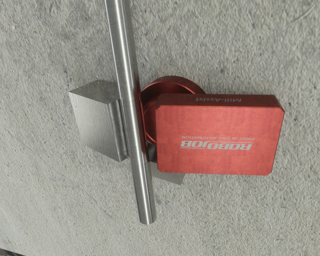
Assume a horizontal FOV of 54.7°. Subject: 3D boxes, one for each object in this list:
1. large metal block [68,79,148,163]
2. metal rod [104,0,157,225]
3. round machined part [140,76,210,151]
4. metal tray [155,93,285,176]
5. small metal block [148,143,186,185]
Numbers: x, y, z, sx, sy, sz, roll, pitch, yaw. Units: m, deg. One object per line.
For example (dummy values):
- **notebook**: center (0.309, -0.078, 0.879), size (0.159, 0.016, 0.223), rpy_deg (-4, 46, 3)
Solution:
- **large metal block**: center (-0.067, -0.012, 0.405), size (0.080, 0.050, 0.079), rpy_deg (19, 128, 39)
- **metal rod**: center (-0.030, -0.006, 0.366), size (0.025, 0.025, 0.298), rpy_deg (7, 120, 24)
- **round machined part**: center (0.013, -0.011, 0.383), size (0.098, 0.042, 0.097), rpy_deg (13, 124, 21)
- **metal tray**: center (0.062, 0.008, 0.349), size (0.131, 0.030, 0.089), rpy_deg (1, 122, 4)
- **small metal block**: center (0.007, 0.050, 0.423), size (0.050, 0.025, 0.050), rpy_deg (15, 150, 20)
